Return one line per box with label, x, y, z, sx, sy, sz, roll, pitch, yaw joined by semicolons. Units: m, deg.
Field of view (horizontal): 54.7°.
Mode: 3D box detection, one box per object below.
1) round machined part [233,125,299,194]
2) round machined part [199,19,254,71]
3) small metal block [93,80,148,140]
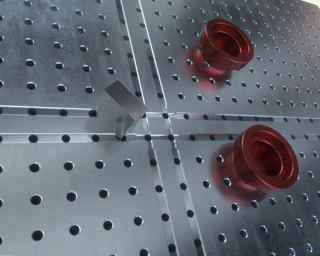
round machined part;0.146;0.048;0.447;0.099;0.042;0.098;14;56;-21
round machined part;0.111;-0.140;0.542;0.099;0.042;0.098;14;56;-21
small metal block;-0.050;-0.021;0.378;0.050;0.050;0.025;45;51;2
